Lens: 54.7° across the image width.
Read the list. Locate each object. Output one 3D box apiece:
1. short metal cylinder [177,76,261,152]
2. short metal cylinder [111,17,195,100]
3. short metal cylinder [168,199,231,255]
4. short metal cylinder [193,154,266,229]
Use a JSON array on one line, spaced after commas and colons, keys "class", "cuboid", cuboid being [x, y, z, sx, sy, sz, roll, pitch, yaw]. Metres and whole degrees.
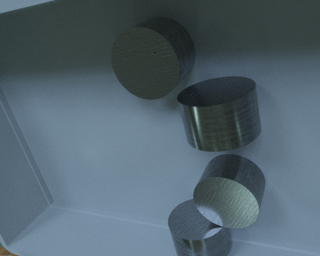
[{"class": "short metal cylinder", "cuboid": [0.063, -0.017, 0.329, 0.080, 0.080, 0.050, -1, 118, 29]}, {"class": "short metal cylinder", "cuboid": [-0.007, -0.078, 0.348, 0.080, 0.050, 0.079, 13, 124, 21]}, {"class": "short metal cylinder", "cuboid": [0.056, 0.144, 0.433, 0.080, 0.080, 0.050, 0, 119, 28]}, {"class": "short metal cylinder", "cuboid": [0.089, 0.080, 0.395, 0.080, 0.050, 0.079, 13, 124, 21]}]
